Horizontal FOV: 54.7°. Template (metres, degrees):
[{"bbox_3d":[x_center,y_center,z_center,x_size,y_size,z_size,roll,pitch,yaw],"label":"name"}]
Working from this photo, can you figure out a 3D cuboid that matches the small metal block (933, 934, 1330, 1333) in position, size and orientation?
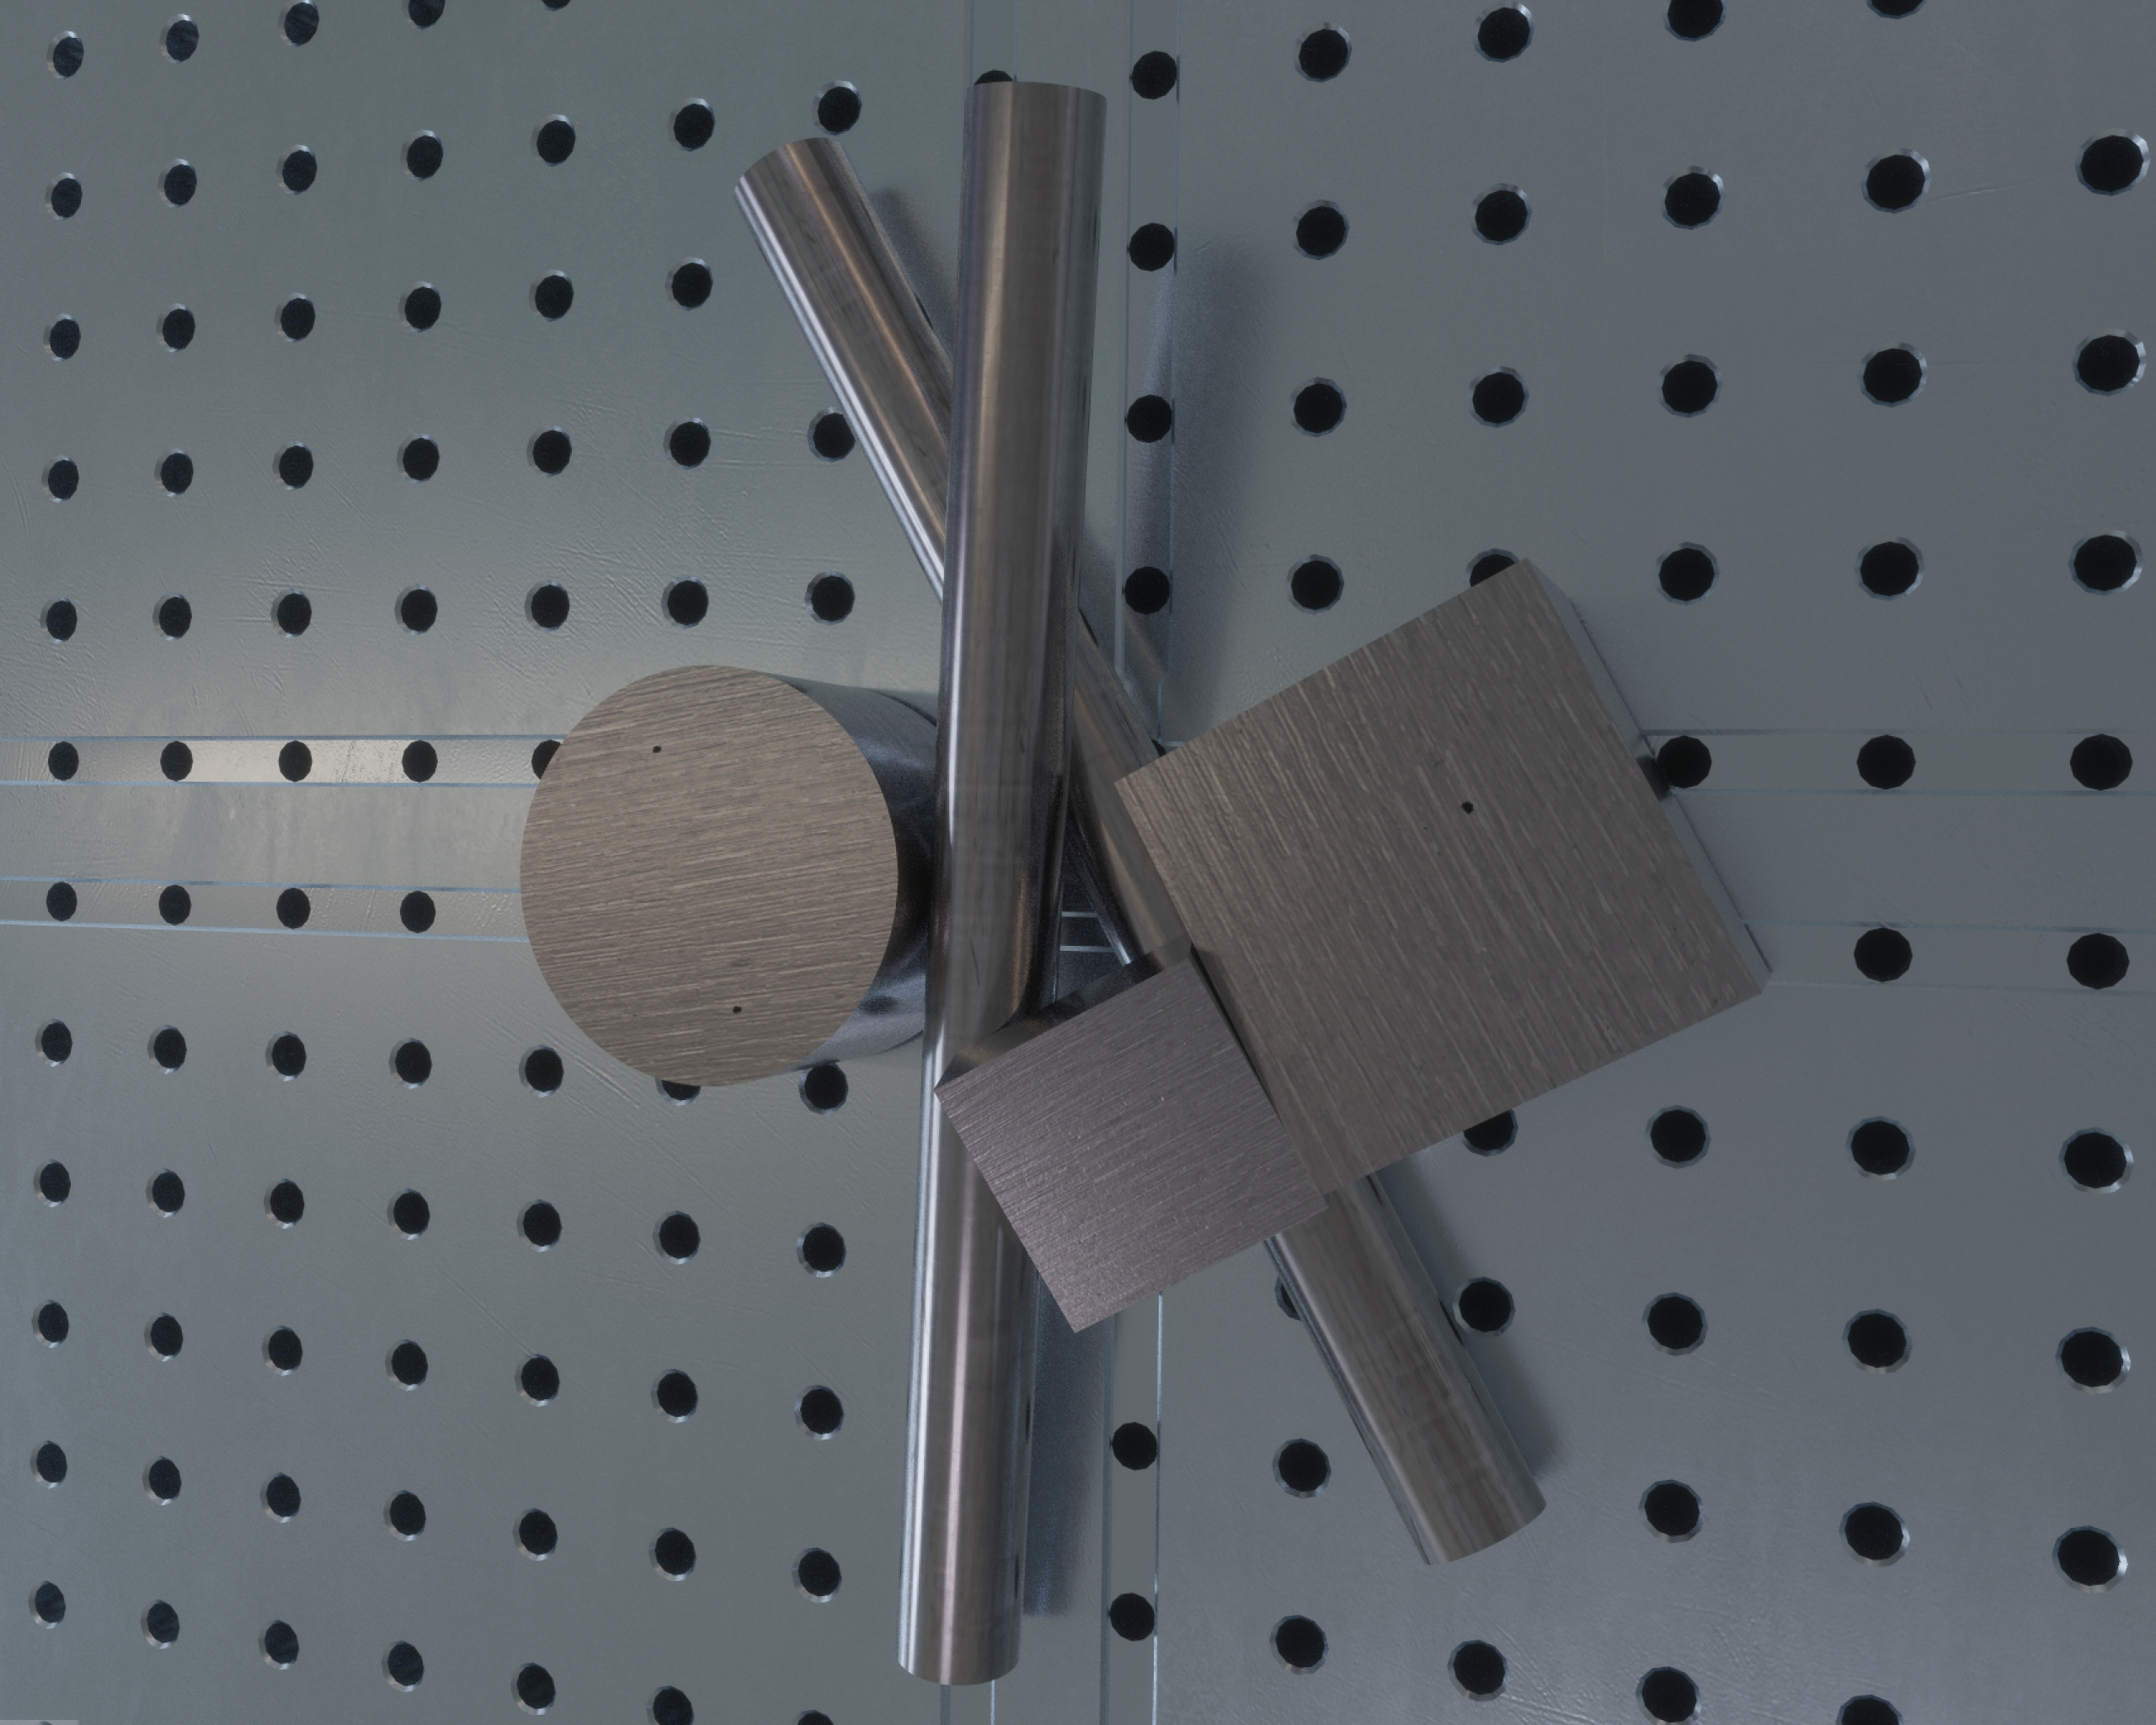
[{"bbox_3d":[0.010,0.047,0.371,0.050,0.025,0.050,-28,96,9],"label":"small metal block"}]

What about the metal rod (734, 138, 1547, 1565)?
[{"bbox_3d":[0.008,-0.009,0.406,0.025,0.025,0.299,-30,81,17],"label":"metal rod"}]

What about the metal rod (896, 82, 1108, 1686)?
[{"bbox_3d":[-0.016,0.011,0.393,0.025,0.025,0.298,7,100,20],"label":"metal rod"}]

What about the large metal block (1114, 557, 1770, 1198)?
[{"bbox_3d":[0.066,0.003,0.371,0.080,0.050,0.080,-29,81,17],"label":"large metal block"}]

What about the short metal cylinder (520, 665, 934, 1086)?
[{"bbox_3d":[-0.062,0.002,0.417,0.080,0.050,0.079,0,90,19],"label":"short metal cylinder"}]
